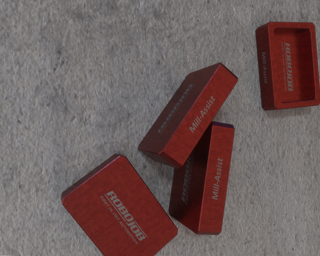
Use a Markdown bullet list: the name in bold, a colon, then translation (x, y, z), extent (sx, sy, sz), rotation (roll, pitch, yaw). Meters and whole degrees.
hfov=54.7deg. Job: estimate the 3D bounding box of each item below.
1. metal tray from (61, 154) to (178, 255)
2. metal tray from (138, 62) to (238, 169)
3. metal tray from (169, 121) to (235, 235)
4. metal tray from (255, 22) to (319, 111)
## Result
- **metal tray**: translation (-0.049, 0.109, 0.389), extent (0.090, 0.030, 0.130), rotation (-37, 102, -16)
- **metal tray**: translation (0.031, -0.016, 0.387), extent (0.030, 0.090, 0.130), rotation (38, 78, -17)
- **metal tray**: translation (0.050, 0.058, 0.394), extent (0.030, 0.090, 0.129), rotation (9, 87, -20)
- **metal tray**: translation (0.200, -0.096, 0.482), extent (0.091, 0.030, 0.129), rotation (-6, 92, -20)
